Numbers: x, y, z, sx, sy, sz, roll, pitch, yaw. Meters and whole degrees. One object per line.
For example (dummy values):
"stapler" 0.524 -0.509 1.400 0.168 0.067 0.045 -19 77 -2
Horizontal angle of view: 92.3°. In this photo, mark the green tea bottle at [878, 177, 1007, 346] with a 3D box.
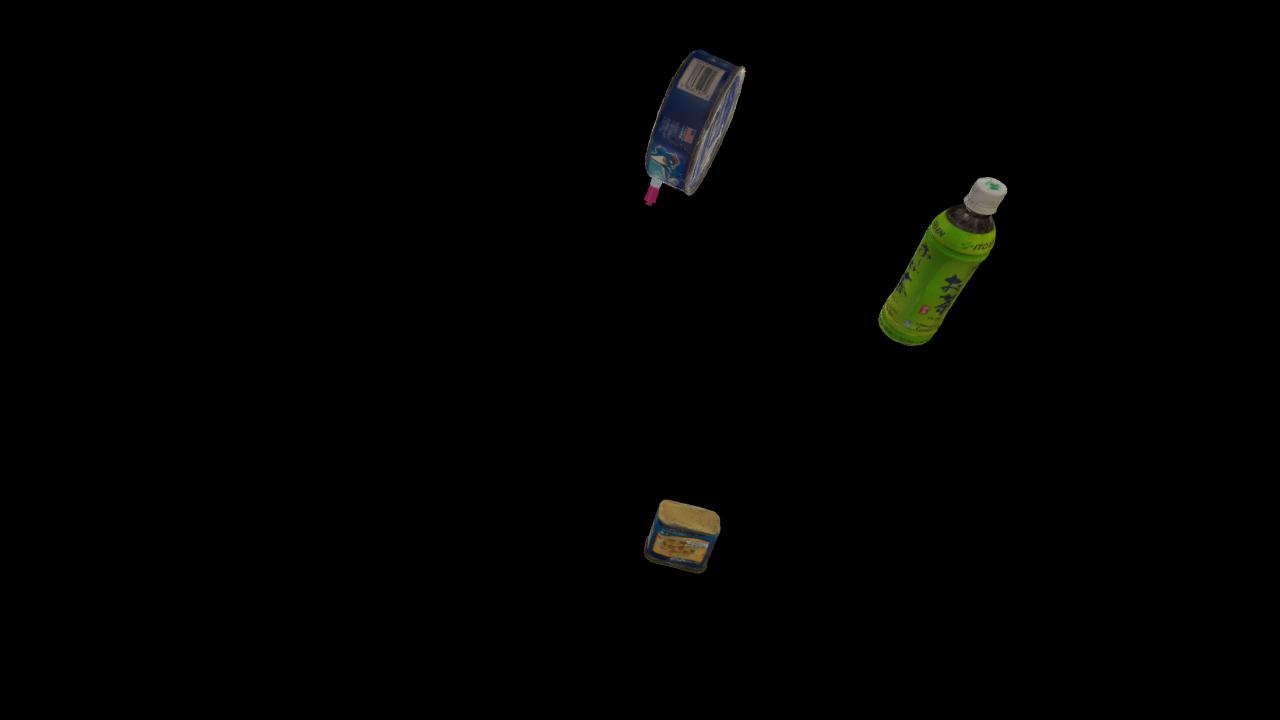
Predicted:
"green tea bottle" 0.340 -0.107 0.690 0.073 0.073 0.212 0 -41 -6

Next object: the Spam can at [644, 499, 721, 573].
"Spam can" 0.065 0.269 0.942 0.101 0.085 0.058 13 31 -2

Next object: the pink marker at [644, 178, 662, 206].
"pink marker" 0.033 -0.290 0.921 0.020 0.121 0.020 19 20 -7

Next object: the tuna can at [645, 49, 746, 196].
"tuna can" 0.035 -0.152 0.396 0.034 0.084 0.084 26 2 5
